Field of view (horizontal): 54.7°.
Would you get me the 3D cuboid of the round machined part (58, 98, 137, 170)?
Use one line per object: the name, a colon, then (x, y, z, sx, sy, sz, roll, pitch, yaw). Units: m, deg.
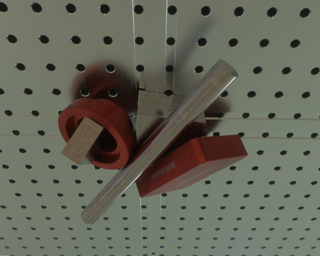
round machined part: (-0.072, 0.003, 0.384, 0.098, 0.042, 0.097, 17, 136, 18)

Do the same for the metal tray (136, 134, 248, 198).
metal tray: (0.038, 0.052, 0.409, 0.091, 0.030, 0.129, -2, 154, -41)

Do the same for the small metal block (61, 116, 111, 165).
small metal block: (-0.085, 0.016, 0.371, 0.025, 0.050, 0.050, 33, 88, 6)

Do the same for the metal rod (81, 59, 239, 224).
metal rod: (-0.019, 0.036, 0.376, 0.025, 0.025, 0.298, 28, 125, -22)

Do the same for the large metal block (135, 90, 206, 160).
large metal block: (0.007, 0.003, 0.398, 0.081, 0.050, 0.079, 7, 130, -6)
